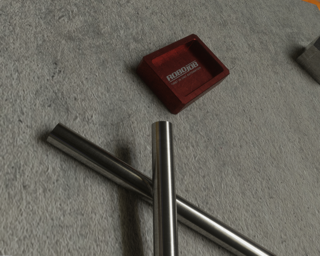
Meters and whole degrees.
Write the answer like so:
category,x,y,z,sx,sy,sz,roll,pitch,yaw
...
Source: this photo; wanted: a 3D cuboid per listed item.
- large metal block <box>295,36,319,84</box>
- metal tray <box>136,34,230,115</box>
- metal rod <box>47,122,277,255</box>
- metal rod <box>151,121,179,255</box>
category,x,y,z,sx,sy,sz,roll,pitch,yaw
large metal block,0.353,-0.151,0.674,0.080,0.050,0.080,46,51,3
metal tray,0.039,-0.087,0.476,0.090,0.030,0.131,49,51,6
metal rod,0.009,0.085,0.358,0.301,0.025,0.025,33,51,-7
metal rod,0.006,0.134,0.304,0.025,0.025,0.299,9,64,-24
